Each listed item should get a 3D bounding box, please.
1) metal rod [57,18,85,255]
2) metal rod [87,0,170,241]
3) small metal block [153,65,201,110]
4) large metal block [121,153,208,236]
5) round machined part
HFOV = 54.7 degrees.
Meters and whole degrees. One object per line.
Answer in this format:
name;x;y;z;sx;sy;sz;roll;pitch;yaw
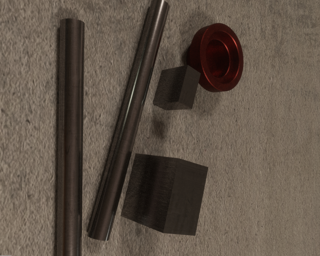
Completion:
metal rod;-0.094;0.037;0.326;0.025;0.025;0.298;1;89;-40
metal rod;-0.035;-0.019;0.377;0.025;0.025;0.299;23;76;-38
small metal block;0.022;-0.052;0.409;0.025;0.050;0.050;24;75;-38
large metal block;0.004;0.078;0.375;0.050;0.080;0.080;21;77;-39
round machined part;0.078;-0.102;0.461;0.099;0.042;0.097;0;90;-40
